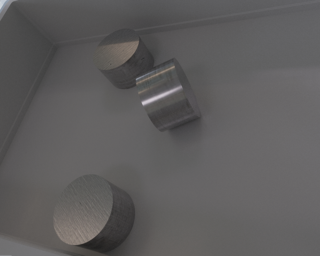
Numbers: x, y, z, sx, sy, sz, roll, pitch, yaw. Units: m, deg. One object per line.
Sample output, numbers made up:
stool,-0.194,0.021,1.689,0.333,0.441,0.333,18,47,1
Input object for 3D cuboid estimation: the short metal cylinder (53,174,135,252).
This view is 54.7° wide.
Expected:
short metal cylinder,-0.077,0.101,0.368,0.080,0.050,0.080,-13,56,21

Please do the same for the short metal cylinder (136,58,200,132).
short metal cylinder,0.011,-0.041,0.390,0.050,0.080,0.080,-23,53,15

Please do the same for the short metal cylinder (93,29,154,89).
short metal cylinder,-0.057,-0.108,0.486,0.080,0.050,0.080,-13,56,21
